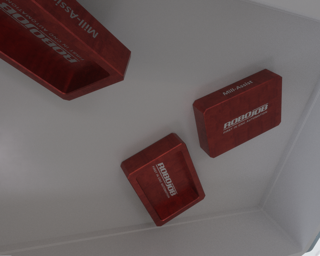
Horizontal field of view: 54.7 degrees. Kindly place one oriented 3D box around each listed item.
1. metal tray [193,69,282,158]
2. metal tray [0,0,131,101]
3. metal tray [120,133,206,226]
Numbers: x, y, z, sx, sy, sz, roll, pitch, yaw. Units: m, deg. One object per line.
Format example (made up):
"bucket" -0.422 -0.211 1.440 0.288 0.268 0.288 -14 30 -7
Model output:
"metal tray" 0.117 -0.021 0.456 0.131 0.030 0.090 -25 128 -13
"metal tray" -0.101 -0.078 0.265 0.130 0.090 0.030 38 52 -39
"metal tray" 0.009 0.080 0.459 0.090 0.030 0.130 -30 129 -9
